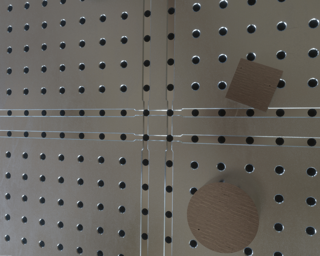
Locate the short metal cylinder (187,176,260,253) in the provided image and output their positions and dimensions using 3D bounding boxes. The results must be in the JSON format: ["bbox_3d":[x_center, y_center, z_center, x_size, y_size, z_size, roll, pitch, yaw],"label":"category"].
[{"bbox_3d":[0.078,0.101,0.372,0.080,0.050,0.079,0,90,20],"label":"short metal cylinder"}]

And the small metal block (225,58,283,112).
[{"bbox_3d":[0.113,-0.051,0.373,0.050,0.025,0.050,23,98,18],"label":"small metal block"}]
